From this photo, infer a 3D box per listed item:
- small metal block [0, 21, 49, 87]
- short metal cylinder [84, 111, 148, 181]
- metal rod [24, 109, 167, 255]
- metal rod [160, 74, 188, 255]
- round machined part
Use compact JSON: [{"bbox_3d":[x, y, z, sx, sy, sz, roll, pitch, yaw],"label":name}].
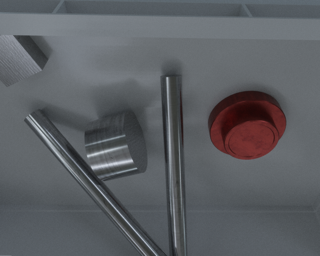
[{"bbox_3d":[-0.162,-0.080,0.339,0.050,0.025,0.050,-21,128,16],"label":"small metal block"},{"bbox_3d":[-0.053,0.023,0.392,0.050,0.080,0.080,-14,129,11],"label":"short metal cylinder"},{"bbox_3d":[-0.067,0.098,0.403,0.025,0.025,0.300,-39,93,27],"label":"metal rod"},{"bbox_3d":[0.021,0.082,0.401,0.025,0.025,0.298,-3,106,2],"label":"metal rod"},{"bbox_3d":[0.114,0.004,0.403,0.099,0.042,0.097,-1,130,0],"label":"round machined part"}]
